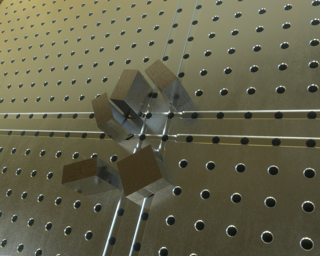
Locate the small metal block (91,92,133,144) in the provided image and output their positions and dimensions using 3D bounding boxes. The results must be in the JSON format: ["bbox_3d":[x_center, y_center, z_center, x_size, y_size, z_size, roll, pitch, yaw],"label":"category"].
[{"bbox_3d":[-0.067,-0.014,0.434,0.025,0.050,0.050,-29,52,9],"label":"small metal block"}]

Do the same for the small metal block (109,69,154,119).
[{"bbox_3d":[-0.039,-0.048,0.440,0.025,0.050,0.050,9,66,32],"label":"small metal block"}]

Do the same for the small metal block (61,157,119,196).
[{"bbox_3d":[-0.088,0.064,0.398,0.050,0.050,0.025,-16,56,19],"label":"small metal block"}]

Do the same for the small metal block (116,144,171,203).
[{"bbox_3d":[-0.021,0.056,0.383,0.050,0.025,0.050,-29,52,9],"label":"small metal block"}]

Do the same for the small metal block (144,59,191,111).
[{"bbox_3d":[0.011,-0.058,0.421,0.025,0.050,0.050,-40,51,1],"label":"small metal block"}]
